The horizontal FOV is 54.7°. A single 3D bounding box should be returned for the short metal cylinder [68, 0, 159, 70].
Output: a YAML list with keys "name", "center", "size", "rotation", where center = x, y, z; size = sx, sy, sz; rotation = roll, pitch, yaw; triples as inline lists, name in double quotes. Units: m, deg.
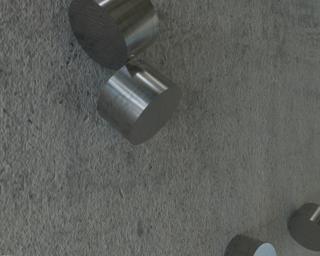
- name: "short metal cylinder"
  center: [-0.049, -0.109, 0.328]
  size: [0.050, 0.080, 0.080]
  rotation: [-47, 118, -30]

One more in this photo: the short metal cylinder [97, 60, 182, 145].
- name: "short metal cylinder"
  center: [-0.022, -0.028, 0.343]
  size: [0.080, 0.050, 0.080]
  rotation: [-43, 161, -19]

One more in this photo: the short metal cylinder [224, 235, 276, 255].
- name: "short metal cylinder"
  center: [0.150, 0.225, 0.514]
  size: [0.081, 0.050, 0.080]
  rotation: [0, 90, -40]

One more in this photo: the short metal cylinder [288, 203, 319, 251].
- name: "short metal cylinder"
  center: [0.311, 0.201, 0.629]
  size: [0.050, 0.080, 0.080]
  rotation: [-31, 109, -36]
